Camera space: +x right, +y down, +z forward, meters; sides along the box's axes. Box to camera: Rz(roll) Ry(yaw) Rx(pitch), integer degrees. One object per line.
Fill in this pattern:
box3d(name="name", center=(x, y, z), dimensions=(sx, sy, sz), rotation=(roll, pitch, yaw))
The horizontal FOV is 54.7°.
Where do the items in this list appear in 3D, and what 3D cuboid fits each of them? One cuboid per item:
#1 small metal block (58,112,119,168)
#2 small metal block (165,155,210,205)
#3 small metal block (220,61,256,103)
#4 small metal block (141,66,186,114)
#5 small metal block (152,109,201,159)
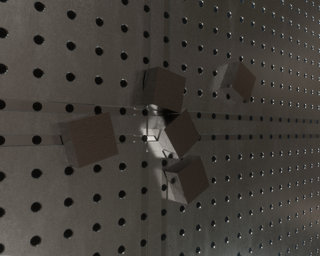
box3d(name="small metal block", center=(-0.079, 0.012, 0.345), dimensions=(0.050, 0.025, 0.050), rotation=(-19, 102, -39))
box3d(name="small metal block", center=(0.040, 0.073, 0.446), dimensions=(0.050, 0.025, 0.050), rotation=(-30, 109, -36))
box3d(name="small metal block", center=(0.133, -0.076, 0.523), dimensions=(0.050, 0.025, 0.050), rotation=(34, 69, -35))
box3d(name="small metal block", center=(0.005, -0.049, 0.416), dimensions=(0.050, 0.025, 0.050), rotation=(15, 81, -39))
box3d(name="small metal block", center=(0.024, 0.008, 0.431), dimensions=(0.050, 0.025, 0.050), rotation=(-42, 116, -32))
